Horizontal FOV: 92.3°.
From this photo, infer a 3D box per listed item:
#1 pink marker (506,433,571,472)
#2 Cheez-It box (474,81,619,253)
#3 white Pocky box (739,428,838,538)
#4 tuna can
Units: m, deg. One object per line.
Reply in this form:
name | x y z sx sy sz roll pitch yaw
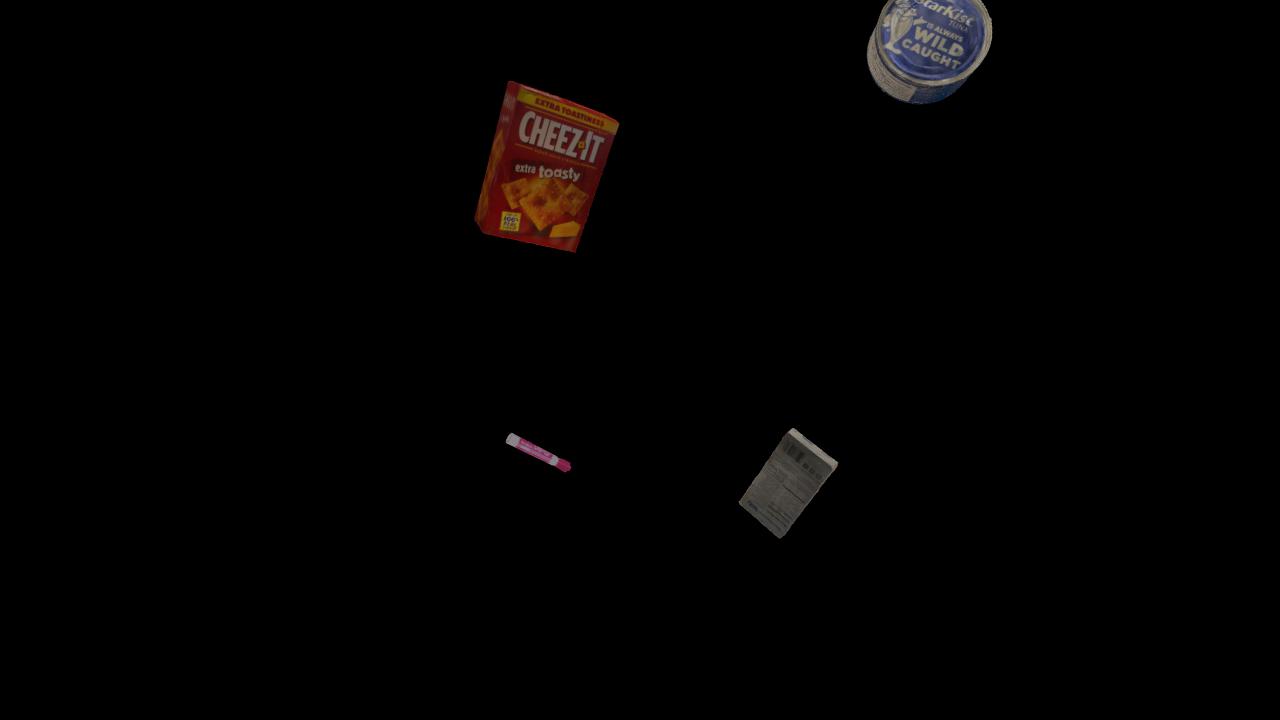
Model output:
pink marker | -0.164 0.154 1.009 0.121 0.020 0.020 32 -15 -26
Cheez-It box | -0.148 -0.293 0.962 0.166 0.223 0.071 7 27 -33
white Pocky box | 0.216 0.183 0.908 0.084 0.154 0.028 40 32 23
tuna can | 0.221 -0.244 0.475 0.084 0.084 0.034 0 -5 5
